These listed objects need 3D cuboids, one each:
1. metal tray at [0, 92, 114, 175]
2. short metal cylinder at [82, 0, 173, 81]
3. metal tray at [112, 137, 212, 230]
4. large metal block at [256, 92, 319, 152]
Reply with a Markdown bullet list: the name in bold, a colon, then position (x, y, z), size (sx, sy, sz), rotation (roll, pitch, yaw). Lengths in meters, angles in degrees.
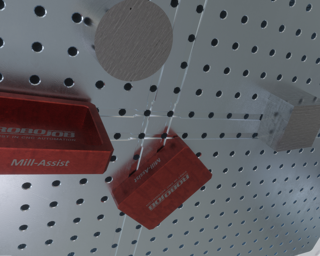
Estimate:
- **metal tray**: position (-0.121, 0.004, 0.303), size (0.131, 0.090, 0.030), rotation (5, 124, -31)
- **short metal cylinder**: position (-0.034, -0.094, 0.318), size (0.081, 0.050, 0.079), rotation (-14, 124, -21)
- **metal tray**: position (0.006, 0.085, 0.464), size (0.130, 0.030, 0.090), rotation (-41, 130, 0)
- **large metal block**: position (0.215, -0.012, 0.505), size (0.081, 0.050, 0.079), rotation (-5, 121, -26)
